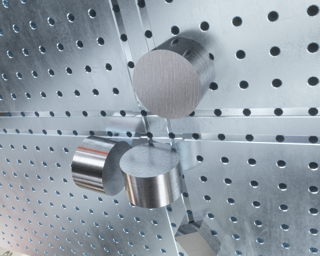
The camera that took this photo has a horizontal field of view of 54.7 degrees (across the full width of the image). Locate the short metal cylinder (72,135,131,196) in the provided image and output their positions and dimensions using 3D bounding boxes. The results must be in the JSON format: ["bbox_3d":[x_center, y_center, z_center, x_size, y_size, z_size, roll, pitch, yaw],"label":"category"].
[{"bbox_3d":[-0.082,0.054,0.452,0.050,0.080,0.079,9,123,23],"label":"short metal cylinder"}]

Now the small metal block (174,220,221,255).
[{"bbox_3d":[0.060,0.177,0.490,0.050,0.025,0.050,-29,103,37],"label":"small metal block"}]

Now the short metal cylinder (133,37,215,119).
[{"bbox_3d":[0.017,-0.057,0.351,0.080,0.050,0.079,13,124,21],"label":"short metal cylinder"}]

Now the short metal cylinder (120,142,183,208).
[{"bbox_3d":[-0.010,0.062,0.419,0.080,0.080,0.050,7,121,25],"label":"short metal cylinder"}]
